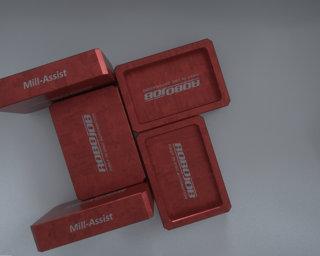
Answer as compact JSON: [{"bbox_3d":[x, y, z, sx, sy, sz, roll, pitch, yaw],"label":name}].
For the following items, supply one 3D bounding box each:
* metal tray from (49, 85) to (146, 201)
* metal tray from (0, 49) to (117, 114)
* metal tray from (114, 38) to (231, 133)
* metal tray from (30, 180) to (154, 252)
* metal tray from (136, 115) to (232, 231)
[{"bbox_3d":[-0.079,0.019,0.405,0.090,0.030,0.129,-17,90,-1],"label":"metal tray"},{"bbox_3d":[-0.123,-0.052,0.374,0.131,0.090,0.030,-18,90,-1],"label":"metal tray"},{"bbox_3d":[0.016,-0.054,0.407,0.131,0.030,0.090,-17,90,-1],"label":"metal tray"},{"bbox_3d":[-0.074,0.101,0.375,0.131,0.090,0.030,-17,90,-1],"label":"metal tray"},{"bbox_3d":[0.030,0.057,0.408,0.090,0.030,0.129,-17,90,-1],"label":"metal tray"}]
